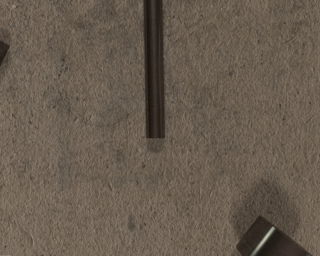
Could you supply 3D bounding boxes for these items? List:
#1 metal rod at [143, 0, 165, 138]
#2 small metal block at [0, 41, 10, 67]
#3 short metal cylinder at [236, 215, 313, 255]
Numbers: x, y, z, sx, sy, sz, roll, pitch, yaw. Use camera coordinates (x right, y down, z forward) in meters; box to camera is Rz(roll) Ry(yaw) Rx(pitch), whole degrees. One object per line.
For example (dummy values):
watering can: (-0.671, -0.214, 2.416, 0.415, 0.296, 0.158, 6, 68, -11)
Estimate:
metal rod: (-0.009, -0.136, 0.409, 0.025, 0.025, 0.298, -1, 90, -1)
small metal block: (-0.237, -0.099, 0.407, 0.050, 0.025, 0.050, 25, 90, -1)
short metal cylinder: (0.143, 0.155, 0.385, 0.080, 0.080, 0.050, 37, 90, -1)
